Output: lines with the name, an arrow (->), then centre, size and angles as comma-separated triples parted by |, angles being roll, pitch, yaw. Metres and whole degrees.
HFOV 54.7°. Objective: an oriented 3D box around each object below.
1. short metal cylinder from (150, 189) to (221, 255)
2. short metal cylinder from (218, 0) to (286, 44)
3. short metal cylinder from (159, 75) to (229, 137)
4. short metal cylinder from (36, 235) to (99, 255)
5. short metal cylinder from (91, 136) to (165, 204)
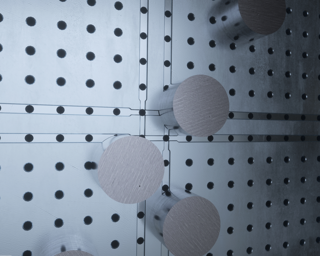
short metal cylinder -> 0.033, 0.125, 0.413 | 0.081, 0.050, 0.079 | 0, 90, -20
short metal cylinder -> 0.133, -0.169, 0.450 | 0.081, 0.050, 0.079 | 0, 90, -21
short metal cylinder -> 0.045, -0.028, 0.417 | 0.081, 0.050, 0.079 | 0, 90, -20
short metal cylinder -> -0.107, 0.173, 0.361 | 0.081, 0.050, 0.079 | 0, 90, -21
short metal cylinder -> -0.041, 0.049, 0.385 | 0.081, 0.050, 0.079 | 0, 90, -21
